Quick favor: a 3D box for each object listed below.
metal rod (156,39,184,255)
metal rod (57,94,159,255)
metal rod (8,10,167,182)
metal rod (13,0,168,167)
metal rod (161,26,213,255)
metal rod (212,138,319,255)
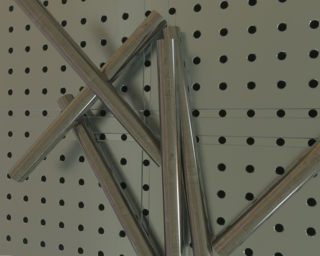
[{"bbox_3d":[0.014,0.043,0.388,0.025,0.025,0.298,0,97,20],"label":"metal rod"},{"bbox_3d":[-0.068,0.084,0.437,0.025,0.025,0.299,-33,79,17],"label":"metal rod"},{"bbox_3d":[-0.102,-0.040,0.427,0.025,0.025,0.300,45,96,14],"label":"metal rod"},{"bbox_3d":[-0.090,-0.070,0.397,0.025,0.025,0.300,-39,96,16],"label":"metal rod"},{"bbox_3d":[0.035,0.018,0.400,0.025,0.025,0.299,-9,87,20],"label":"metal rod"},{"bbox_3d":[0.169,0.042,0.352,0.025,0.025,0.299,44,104,14],"label":"metal rod"}]
